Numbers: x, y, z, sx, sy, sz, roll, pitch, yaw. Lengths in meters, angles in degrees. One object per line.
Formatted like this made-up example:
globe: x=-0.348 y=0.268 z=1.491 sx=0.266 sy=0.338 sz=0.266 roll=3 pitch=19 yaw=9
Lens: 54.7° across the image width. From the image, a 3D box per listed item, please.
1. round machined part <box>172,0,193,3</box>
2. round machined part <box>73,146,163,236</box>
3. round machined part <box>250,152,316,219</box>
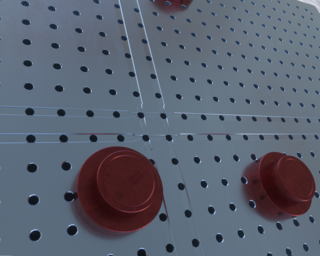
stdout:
round machined part: x=0.035 y=-0.292 z=0.596 sx=0.099 sy=0.042 sz=0.098 roll=14 pitch=56 yaw=-21
round machined part: x=-0.040 y=0.064 z=0.338 sx=0.099 sy=0.042 sz=0.098 roll=14 pitch=56 yaw=-21
round machined part: x=0.185 y=0.079 z=0.451 sx=0.099 sy=0.042 sz=0.098 roll=14 pitch=56 yaw=-21
